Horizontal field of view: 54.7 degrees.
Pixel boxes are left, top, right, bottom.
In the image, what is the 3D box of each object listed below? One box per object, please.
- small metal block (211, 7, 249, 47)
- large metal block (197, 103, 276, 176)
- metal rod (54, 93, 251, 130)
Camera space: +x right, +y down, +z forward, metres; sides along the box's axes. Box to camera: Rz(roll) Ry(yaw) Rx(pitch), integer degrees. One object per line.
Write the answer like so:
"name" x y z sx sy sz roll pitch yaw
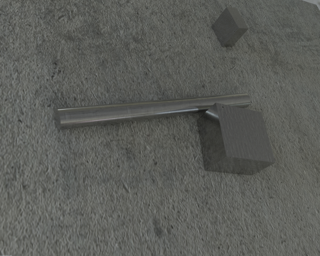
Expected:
"small metal block" 0.128 -0.186 0.573 0.025 0.050 0.050 -9 66 -32
"large metal block" 0.104 0.017 0.436 0.081 0.050 0.080 9 58 -24
"metal rod" 0.012 -0.027 0.428 0.303 0.025 0.025 -8 66 -32
